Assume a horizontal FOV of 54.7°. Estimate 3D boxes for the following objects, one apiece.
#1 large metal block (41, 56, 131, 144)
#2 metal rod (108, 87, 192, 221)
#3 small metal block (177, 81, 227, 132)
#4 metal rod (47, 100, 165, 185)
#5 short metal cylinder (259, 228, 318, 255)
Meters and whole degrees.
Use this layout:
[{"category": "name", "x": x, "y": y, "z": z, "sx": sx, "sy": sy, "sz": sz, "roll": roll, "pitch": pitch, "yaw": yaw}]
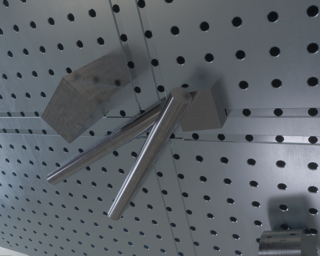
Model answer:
[{"category": "large metal block", "x": -0.096, "y": -0.037, "z": 0.403, "sx": 0.050, "sy": 0.080, "sz": 0.080, "roll": 44, "pitch": 129, "yaw": -2}, {"category": "metal rod", "x": -0.028, "y": 0.058, "z": 0.443, "sx": 0.025, "sy": 0.025, "sz": 0.298, "roll": 34, "pitch": 134, "yaw": 5}, {"category": "small metal block", "x": 0.047, "y": -0.025, "z": 0.371, "sx": 0.050, "sy": 0.025, "sz": 0.050, "roll": -6, "pitch": 115, "yaw": 31}, {"category": "metal rod", "x": -0.093, "y": 0.034, "z": 0.481, "sx": 0.299, "sy": 0.025, "sz": 0.025, "roll": -30, "pitch": 102, "yaw": 37}, {"category": "short metal cylinder", "x": 0.166, "y": 0.171, "z": 0.394, "sx": 0.050, "sy": 0.080, "sz": 0.080, "roll": -17, "pitch": 110, "yaw": 35}]
